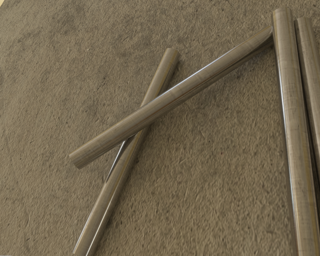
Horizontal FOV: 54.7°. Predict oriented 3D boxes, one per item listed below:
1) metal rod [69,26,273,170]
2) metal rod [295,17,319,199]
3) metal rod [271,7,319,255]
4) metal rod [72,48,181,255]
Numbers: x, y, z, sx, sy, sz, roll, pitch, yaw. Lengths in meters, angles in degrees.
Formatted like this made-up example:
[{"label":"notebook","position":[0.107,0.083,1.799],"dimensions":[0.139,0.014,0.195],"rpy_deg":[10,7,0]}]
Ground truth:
[{"label":"metal rod","position":[0.019,-0.040,0.395],"dimensions":[0.301,0.025,0.025],"rpy_deg":[-33,51,-3]},{"label":"metal rod","position":[0.165,0.000,0.316],"dimensions":[0.025,0.025,0.299],"rpy_deg":[-9,58,24]},{"label":"metal rod","position":[0.139,-0.007,0.323],"dimensions":[0.025,0.025,0.299],"rpy_deg":[-7,62,24]},{"label":"metal rod","position":[-0.036,0.019,0.411],"dimensions":[0.025,0.025,0.300],"rpy_deg":[10,66,32]}]
